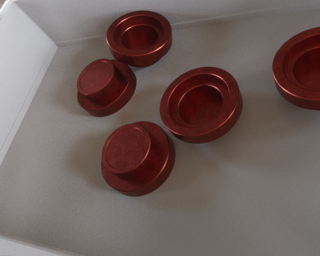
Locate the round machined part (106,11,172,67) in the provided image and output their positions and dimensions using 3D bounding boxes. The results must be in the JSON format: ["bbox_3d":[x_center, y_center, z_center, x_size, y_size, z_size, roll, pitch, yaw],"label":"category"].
[{"bbox_3d":[-0.030,-0.133,0.480,0.099,0.042,0.098,-3,58,5],"label":"round machined part"}]

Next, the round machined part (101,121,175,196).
[{"bbox_3d":[-0.034,0.033,0.392,0.098,0.042,0.098,-13,56,21],"label":"round machined part"}]

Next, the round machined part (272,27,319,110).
[{"bbox_3d":[0.177,-0.060,0.339,0.098,0.042,0.098,-13,56,21],"label":"round machined part"}]

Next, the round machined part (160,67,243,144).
[{"bbox_3d":[0.053,-0.024,0.382,0.098,0.042,0.098,-13,56,21],"label":"round machined part"}]

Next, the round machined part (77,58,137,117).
[{"bbox_3d":[-0.090,-0.070,0.485,0.098,0.042,0.098,-13,56,21],"label":"round machined part"}]
